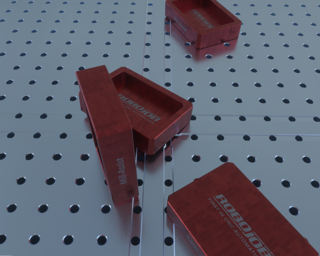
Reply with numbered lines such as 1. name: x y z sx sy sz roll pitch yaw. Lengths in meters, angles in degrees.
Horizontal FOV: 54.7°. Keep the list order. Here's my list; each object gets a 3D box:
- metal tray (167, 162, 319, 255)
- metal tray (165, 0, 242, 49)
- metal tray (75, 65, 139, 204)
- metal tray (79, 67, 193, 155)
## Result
1. metal tray: 0.078 0.106 0.316 0.091 0.030 0.130 -26 55 -21
2. metal tray: 0.077 -0.205 0.577 0.091 0.030 0.130 -20 53 -17
3. metal tray: -0.054 0.011 0.330 0.030 0.129 0.090 -17 52 -14
4. metal tray: -0.033 -0.029 0.421 0.130 0.030 0.091 32 50 23
